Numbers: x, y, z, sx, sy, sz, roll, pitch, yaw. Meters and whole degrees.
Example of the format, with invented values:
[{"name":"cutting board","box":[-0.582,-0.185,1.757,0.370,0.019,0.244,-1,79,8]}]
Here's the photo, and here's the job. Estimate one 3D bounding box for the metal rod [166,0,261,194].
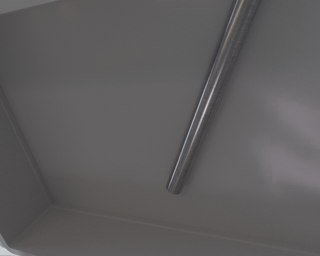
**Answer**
[{"name":"metal rod","box":[0.054,-0.028,0.362,0.025,0.025,0.298,26,128,12]}]
